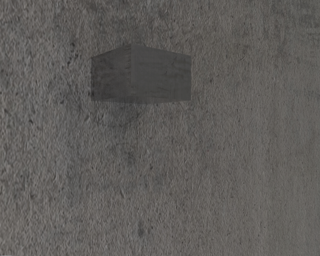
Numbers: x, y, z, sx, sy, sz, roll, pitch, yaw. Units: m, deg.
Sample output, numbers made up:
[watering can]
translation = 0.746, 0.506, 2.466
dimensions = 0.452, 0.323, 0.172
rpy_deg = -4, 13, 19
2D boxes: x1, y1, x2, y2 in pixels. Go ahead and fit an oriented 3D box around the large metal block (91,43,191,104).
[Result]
[large metal block]
translation = -0.022, -0.056, 0.349
dimensions = 0.081, 0.080, 0.050
rpy_deg = 0, 90, -40
